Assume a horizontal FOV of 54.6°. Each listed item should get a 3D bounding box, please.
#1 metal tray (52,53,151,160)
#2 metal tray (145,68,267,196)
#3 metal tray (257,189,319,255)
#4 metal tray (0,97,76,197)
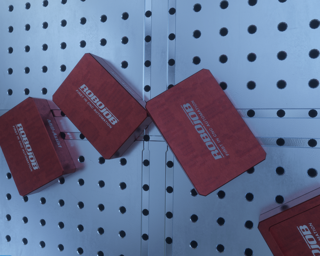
[{"bbox_3d":[-0.081,-0.031,0.439,0.130,0.030,0.090,45,104,14],"label":"metal tray"},{"bbox_3d":[0.053,0.005,0.376,0.090,0.030,0.130,-31,79,-3],"label":"metal tray"},{"bbox_3d":[0.182,0.143,0.345,0.090,0.030,0.130,-32,80,17],"label":"metal tray"},{"bbox_3d":[-0.197,0.028,0.480,0.090,0.030,0.130,-29,81,17],"label":"metal tray"}]
